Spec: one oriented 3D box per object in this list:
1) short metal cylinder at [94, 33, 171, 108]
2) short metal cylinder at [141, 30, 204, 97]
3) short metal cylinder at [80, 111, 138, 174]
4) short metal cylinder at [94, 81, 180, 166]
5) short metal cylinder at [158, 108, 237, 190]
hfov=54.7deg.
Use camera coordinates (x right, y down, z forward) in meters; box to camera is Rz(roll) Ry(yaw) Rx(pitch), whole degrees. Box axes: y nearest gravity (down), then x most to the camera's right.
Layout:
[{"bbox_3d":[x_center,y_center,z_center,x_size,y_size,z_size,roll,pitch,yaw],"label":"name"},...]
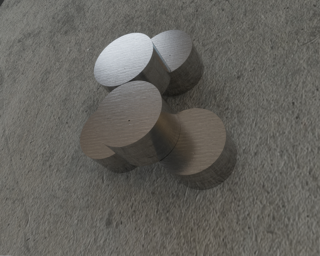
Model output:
[{"bbox_3d":[-0.034,-0.070,0.385,0.080,0.050,0.080,-13,56,21],"label":"short metal cylinder"},{"bbox_3d":[0.016,-0.091,0.437,0.080,0.050,0.080,-13,56,21],"label":"short metal cylinder"},{"bbox_3d":[-0.057,0.014,0.411,0.080,0.050,0.080,-13,56,21],"label":"short metal cylinder"},{"bbox_3d":[-0.024,-0.005,0.340,0.080,0.050,0.080,-13,56,20],"label":"short metal cylinder"},{"bbox_3d":[0.042,0.024,0.352,0.080,0.050,0.080,-13,56,21],"label":"short metal cylinder"}]
